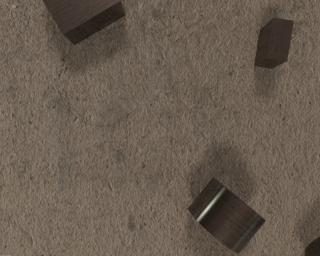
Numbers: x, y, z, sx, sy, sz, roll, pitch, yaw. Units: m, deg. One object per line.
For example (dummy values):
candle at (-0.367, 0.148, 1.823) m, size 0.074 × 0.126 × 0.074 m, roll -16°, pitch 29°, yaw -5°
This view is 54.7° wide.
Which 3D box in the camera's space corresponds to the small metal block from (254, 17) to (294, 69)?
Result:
small metal block at (0.146, -0.107, 0.399) m, size 0.025 × 0.050 × 0.050 m, roll 9°, pitch 90°, yaw 0°

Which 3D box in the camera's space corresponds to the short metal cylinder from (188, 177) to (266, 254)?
short metal cylinder at (0.082, 0.106, 0.384) m, size 0.080 × 0.080 × 0.050 m, roll 39°, pitch 90°, yaw -1°

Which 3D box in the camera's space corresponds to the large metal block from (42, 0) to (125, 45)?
large metal block at (-0.102, -0.167, 0.396) m, size 0.080 × 0.050 × 0.080 m, roll -31°, pitch 90°, yaw 0°

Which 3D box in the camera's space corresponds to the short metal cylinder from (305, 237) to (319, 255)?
short metal cylinder at (0.232, 0.172, 0.386) m, size 0.080 × 0.080 × 0.050 m, roll -26°, pitch 90°, yaw 0°
